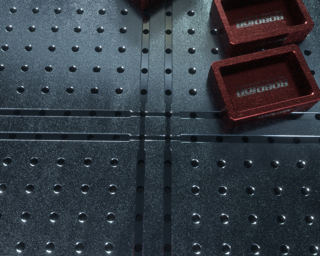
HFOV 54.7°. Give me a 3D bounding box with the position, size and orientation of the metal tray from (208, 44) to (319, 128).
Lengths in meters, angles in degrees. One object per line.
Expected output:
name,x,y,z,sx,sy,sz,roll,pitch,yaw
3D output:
metal tray,0.143,-0.060,0.432,0.131,0.030,0.090,-13,71,-6

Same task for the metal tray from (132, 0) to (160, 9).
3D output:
metal tray,-0.006,-0.262,0.504,0.130,0.030,0.090,-38,75,-13

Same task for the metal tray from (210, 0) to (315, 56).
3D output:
metal tray,0.153,-0.168,0.472,0.131,0.030,0.090,-13,71,-5
